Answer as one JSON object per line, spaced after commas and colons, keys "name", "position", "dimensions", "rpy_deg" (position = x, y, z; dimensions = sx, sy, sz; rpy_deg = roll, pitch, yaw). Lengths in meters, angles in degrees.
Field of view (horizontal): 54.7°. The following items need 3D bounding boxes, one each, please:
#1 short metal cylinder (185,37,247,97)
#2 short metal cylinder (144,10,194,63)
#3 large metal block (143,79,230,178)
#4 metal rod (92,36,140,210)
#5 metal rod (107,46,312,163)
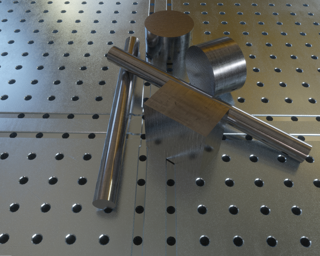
{"name": "short metal cylinder", "position": [0.078, -0.085, 0.444], "dimensions": [0.050, 0.080, 0.080], "rpy_deg": [-21, 53, -16]}
{"name": "short metal cylinder", "position": [0.015, -0.154, 0.521], "dimensions": [0.081, 0.050, 0.080], "rpy_deg": [0, 50, 0]}
{"name": "large metal block", "position": [0.029, 0.001, 0.371], "dimensions": [0.080, 0.080, 0.050], "rpy_deg": [29, 56, 22]}
{"name": "metal rod", "position": [-0.054, -0.031, 0.433], "dimensions": [0.025, 0.025, 0.300], "rpy_deg": [2, 50, 2]}
{"name": "metal rod", "position": [0.055, -0.039, 0.422], "dimensions": [0.301, 0.025, 0.025], "rpy_deg": [30, 56, 16]}
